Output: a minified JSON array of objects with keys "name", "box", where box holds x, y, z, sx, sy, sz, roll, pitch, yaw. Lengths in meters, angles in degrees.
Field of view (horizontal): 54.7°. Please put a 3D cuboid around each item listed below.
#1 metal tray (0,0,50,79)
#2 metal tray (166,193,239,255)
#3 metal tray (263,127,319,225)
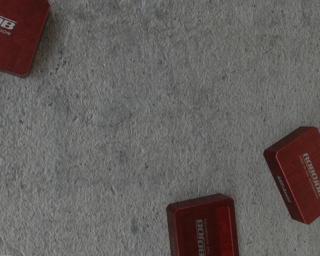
[{"name":"metal tray","box":[-0.197,-0.118,0.333,0.131,0.030,0.090,18,84,-19]},{"name":"metal tray","box":[0.062,0.164,0.429,0.091,0.030,0.129,-7,93,-20]},{"name":"metal tray","box":[0.229,0.073,0.491,0.091,0.030,0.129,-30,100,-18]}]
